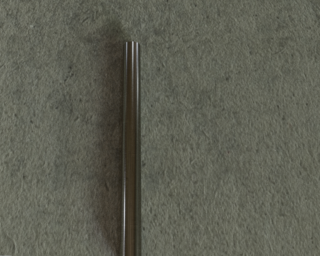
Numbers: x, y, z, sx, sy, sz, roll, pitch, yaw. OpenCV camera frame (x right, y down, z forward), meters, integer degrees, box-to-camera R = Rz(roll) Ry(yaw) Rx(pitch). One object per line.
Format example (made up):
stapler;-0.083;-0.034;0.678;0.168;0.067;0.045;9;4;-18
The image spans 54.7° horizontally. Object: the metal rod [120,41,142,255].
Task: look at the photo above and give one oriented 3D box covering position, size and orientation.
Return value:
metal rod;-0.037;0.022;0.399;0.025;0.025;0.299;-1;70;-1
